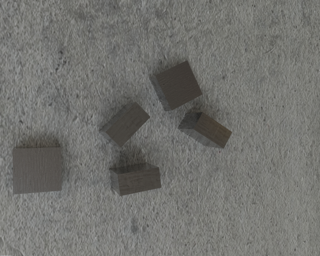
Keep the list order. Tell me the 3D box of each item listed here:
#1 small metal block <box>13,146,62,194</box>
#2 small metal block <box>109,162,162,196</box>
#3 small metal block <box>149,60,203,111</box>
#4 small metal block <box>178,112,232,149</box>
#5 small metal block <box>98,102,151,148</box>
[{"bbox_3d":[-0.141,0.047,0.357,0.050,0.025,0.050,-1,90,-20],"label":"small metal block"},{"bbox_3d":[-0.032,0.062,0.384,0.050,0.050,0.025,-8,93,-20],"label":"small metal block"},{"bbox_3d":[0.021,-0.056,0.417,0.050,0.025,0.050,-29,100,-18],"label":"small metal block"},{"bbox_3d":[0.059,0.003,0.418,0.050,0.050,0.025,32,80,-17],"label":"small metal block"},{"bbox_3d":[-0.045,-0.004,0.379,0.050,0.050,0.025,-47,105,-14],"label":"small metal block"}]
